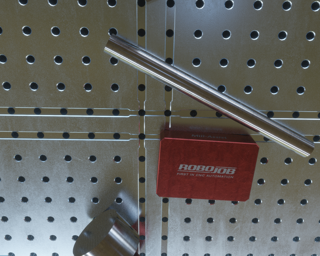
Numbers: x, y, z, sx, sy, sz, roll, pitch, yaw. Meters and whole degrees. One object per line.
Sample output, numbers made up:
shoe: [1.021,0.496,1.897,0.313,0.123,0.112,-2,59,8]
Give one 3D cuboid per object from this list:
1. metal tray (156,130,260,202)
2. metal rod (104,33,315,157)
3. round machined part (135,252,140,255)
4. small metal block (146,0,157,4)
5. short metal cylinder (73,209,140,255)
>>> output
metal tray: [0.063,0.053,0.431,0.131,0.030,0.089,4,110,-2]
metal rod: [0.070,-0.037,0.400,0.301,0.025,0.025,26,108,-10]
round machined part: [-0.068,0.222,0.456,0.098,0.098,0.042,-41,96,13]
small metal block: [-0.012,-0.166,0.339,0.025,0.050,0.050,-21,109,7]
short metal cylinder: [-0.076,0.164,0.444,0.080,0.080,0.050,-36,107,12]
